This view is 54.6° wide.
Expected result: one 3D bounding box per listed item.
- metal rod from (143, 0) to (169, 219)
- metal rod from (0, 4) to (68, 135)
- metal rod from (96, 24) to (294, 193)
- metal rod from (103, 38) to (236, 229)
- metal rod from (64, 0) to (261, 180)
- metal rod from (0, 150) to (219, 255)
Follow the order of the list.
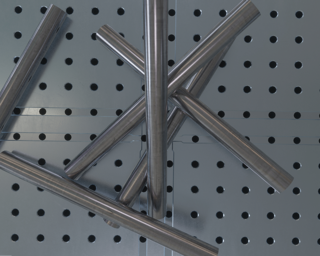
[{"bbox_3d":[-0.004,-0.020,0.351,0.025,0.025,0.298,0,116,0],"label":"metal rod"},{"bbox_3d":[-0.208,-0.027,0.412,0.025,0.025,0.299,29,90,0],"label":"metal rod"},{"bbox_3d":[0.035,-0.031,0.386,0.300,0.025,0.025,41,90,10],"label":"metal rod"},{"bbox_3d":[0.014,-0.001,0.413,0.025,0.025,0.299,32,90,0],"label":"metal rod"},{"bbox_3d":[-0.009,-0.035,0.372,0.299,0.025,0.025,-41,90,16],"label":"metal rod"},{"bbox_3d":[-0.073,0.098,0.390,0.301,0.025,0.025,22,90,9],"label":"metal rod"}]
